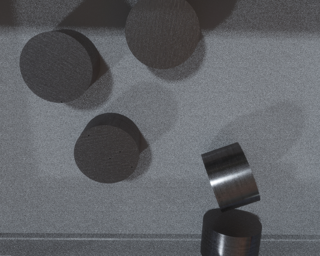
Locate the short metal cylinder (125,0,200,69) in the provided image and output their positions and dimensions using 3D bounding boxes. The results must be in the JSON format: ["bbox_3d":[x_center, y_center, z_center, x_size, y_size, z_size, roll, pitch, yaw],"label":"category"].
[{"bbox_3d":[0.003,-0.112,0.357,0.081,0.050,0.079,0,110,-1],"label":"short metal cylinder"}]

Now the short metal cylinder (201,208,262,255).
[{"bbox_3d":[0.099,0.155,0.437,0.081,0.080,0.050,3,102,-2],"label":"short metal cylinder"}]

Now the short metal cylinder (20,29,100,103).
[{"bbox_3d":[-0.116,-0.075,0.369,0.081,0.050,0.079,0,110,-1],"label":"short metal cylinder"}]

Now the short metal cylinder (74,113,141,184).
[{"bbox_3d":[-0.066,0.025,0.406,0.081,0.050,0.079,0,110,-1],"label":"short metal cylinder"}]

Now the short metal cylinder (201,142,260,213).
[{"bbox_3d":[0.092,0.064,0.407,0.050,0.080,0.080,-20,109,7],"label":"short metal cylinder"}]
